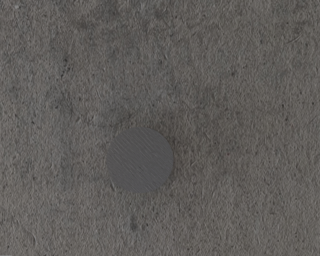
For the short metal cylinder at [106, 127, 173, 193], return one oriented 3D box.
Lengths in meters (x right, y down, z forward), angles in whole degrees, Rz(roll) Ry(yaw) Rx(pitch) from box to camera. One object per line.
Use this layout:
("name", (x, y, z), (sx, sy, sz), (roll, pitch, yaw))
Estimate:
("short metal cylinder", (-0.024, 0.038, 0.397), (0.080, 0.050, 0.080), (0, 90, 0))
